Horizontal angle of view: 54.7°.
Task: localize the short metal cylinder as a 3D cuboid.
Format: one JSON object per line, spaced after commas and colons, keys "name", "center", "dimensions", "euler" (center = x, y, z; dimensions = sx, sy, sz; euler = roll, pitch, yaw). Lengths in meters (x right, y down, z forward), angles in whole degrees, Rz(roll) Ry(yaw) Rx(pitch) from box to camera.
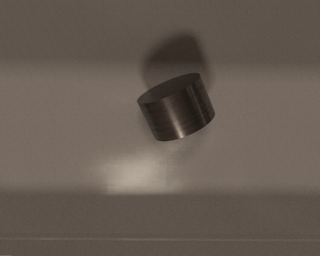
{"name": "short metal cylinder", "center": [0.019, -0.026, 0.373], "dimensions": [0.080, 0.080, 0.050], "euler": [-22, 109, 7]}
